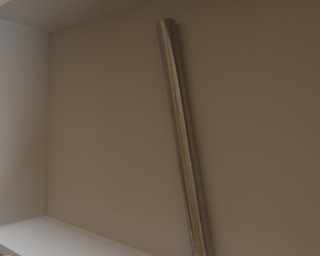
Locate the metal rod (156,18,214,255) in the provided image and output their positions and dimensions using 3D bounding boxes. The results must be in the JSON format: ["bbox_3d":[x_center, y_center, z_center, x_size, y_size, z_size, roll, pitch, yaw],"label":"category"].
[{"bbox_3d":[0.030,0.011,0.383,0.025,0.025,0.299,-14,81,39],"label":"metal rod"}]
